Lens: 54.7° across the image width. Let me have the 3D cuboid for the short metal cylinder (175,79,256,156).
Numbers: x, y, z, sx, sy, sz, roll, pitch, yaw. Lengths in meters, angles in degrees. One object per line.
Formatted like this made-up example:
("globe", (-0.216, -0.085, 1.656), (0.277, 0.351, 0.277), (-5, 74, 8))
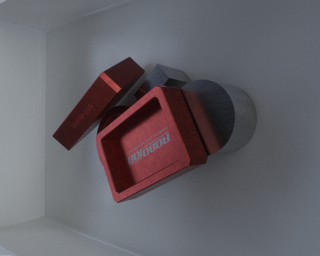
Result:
("short metal cylinder", (0.057, -0.010, 0.340), (0.080, 0.050, 0.079), (0, 90, 39))

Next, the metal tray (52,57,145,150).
("metal tray", (-0.084, -0.034, 0.427), (0.030, 0.090, 0.129), (44, 120, -5))

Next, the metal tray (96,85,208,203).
("metal tray", (-0.017, 0.022, 0.351), (0.130, 0.030, 0.090), (-35, 68, 39))

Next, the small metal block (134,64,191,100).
("small metal block", (0.005, -0.048, 0.382), (0.050, 0.050, 0.025), (-50, 61, 27))

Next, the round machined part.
("round machined part", (-0.040, 0.019, 0.426), (0.098, 0.042, 0.097), (0, 90, 39))
